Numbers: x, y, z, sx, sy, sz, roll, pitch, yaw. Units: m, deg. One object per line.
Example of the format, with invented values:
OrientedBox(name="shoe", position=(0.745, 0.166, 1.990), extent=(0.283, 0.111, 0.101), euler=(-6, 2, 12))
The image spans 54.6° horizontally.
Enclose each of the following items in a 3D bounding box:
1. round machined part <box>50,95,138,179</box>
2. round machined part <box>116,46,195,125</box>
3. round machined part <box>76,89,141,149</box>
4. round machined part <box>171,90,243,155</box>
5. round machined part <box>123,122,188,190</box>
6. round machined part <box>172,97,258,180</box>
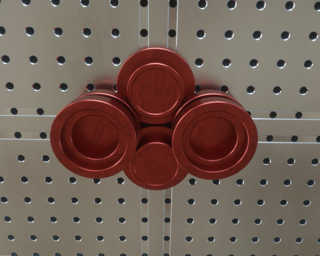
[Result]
OrientedBox(name="round machined part", position=(-0.076, 0.008, 0.372), extent=(0.099, 0.042, 0.097), euler=(0, 110, 0))
OrientedBox(name="round machined part", position=(-0.005, -0.050, 0.386), extent=(0.099, 0.042, 0.097), euler=(0, 110, 0))
OrientedBox(name="round machined part", position=(-0.073, -0.003, 0.402), extent=(0.099, 0.042, 0.097), euler=(0, 110, 0))
OrientedBox(name="round machined part", position=(0.063, -0.003, 0.403), extent=(0.099, 0.042, 0.097), euler=(0, 110, 0))
OrientedBox(name="round machined part", position=(-0.005, 0.043, 0.419), extent=(0.099, 0.042, 0.097), euler=(0, 110, 0))
OrientedBox(name="round machined part", position=(0.063, 0.010, 0.373), extent=(0.099, 0.042, 0.097), euler=(0, 110, 0))
